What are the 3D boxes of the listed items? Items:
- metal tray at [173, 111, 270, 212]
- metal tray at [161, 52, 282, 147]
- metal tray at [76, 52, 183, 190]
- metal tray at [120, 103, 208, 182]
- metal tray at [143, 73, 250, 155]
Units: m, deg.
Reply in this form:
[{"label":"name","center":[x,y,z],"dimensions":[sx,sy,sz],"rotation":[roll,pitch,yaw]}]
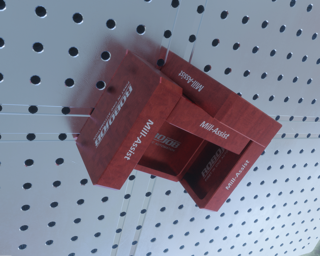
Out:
[{"label":"metal tray","center":[0.081,0.040,0.436],"dimensions":[0.030,0.090,0.129],"rotation":[24,105,-37]},{"label":"metal tray","center":[0.065,-0.035,0.355],"dimensions":[0.090,0.130,0.030],"rotation":[24,105,-37]},{"label":"metal tray","center":[-0.040,-0.009,0.340],"dimensions":[0.030,0.090,0.129],"rotation":[24,105,-37]},{"label":"metal tray","center":[-0.002,0.017,0.416],"dimensions":[0.131,0.030,0.090],"rotation":[24,106,-37]},{"label":"metal tray","center":[0.043,-0.019,0.379],"dimensions":[0.131,0.090,0.030],"rotation":[23,106,-37]}]
